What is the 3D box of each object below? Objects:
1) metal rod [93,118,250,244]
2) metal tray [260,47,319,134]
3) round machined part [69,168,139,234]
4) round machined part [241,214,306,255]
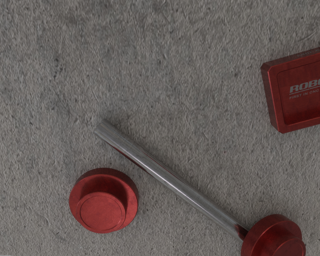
[{"bbox_3d":[0.034,0.088,0.442,0.301,0.025,0.025,38,106,-13],"label":"metal rod"},{"bbox_3d":[0.202,-0.053,0.389,0.131,0.030,0.090,-16,110,5],"label":"metal tray"},{"bbox_3d":[-0.081,0.110,0.440,0.099,0.042,0.097,0,110,0],"label":"round machined part"},{"bbox_3d":[0.171,0.179,0.450,0.099,0.042,0.097,-7,108,-23],"label":"round machined part"}]
